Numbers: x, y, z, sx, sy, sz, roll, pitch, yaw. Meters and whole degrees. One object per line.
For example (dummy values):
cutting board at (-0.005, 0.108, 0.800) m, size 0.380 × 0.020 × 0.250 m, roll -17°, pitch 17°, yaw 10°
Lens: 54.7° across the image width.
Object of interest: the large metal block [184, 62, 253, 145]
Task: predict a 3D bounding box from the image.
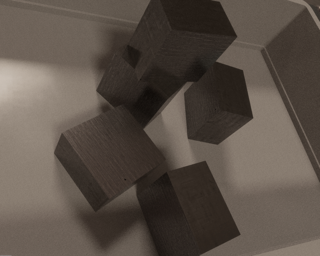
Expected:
large metal block at (0.078, -0.033, 0.434) m, size 0.050 × 0.080 × 0.080 m, roll 12°, pitch 57°, yaw -22°

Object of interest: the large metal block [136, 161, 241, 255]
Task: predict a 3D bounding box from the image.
large metal block at (0.025, 0.091, 0.330) m, size 0.050 × 0.080 × 0.080 m, roll -11°, pitch 67°, yaw -33°

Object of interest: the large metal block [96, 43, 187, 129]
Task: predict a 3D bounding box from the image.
large metal block at (-0.024, -0.054, 0.392) m, size 0.080 × 0.080 × 0.050 m, roll 43°, pitch 51°, yaw 1°

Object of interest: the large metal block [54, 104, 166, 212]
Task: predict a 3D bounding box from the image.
large metal block at (-0.055, 0.031, 0.342) m, size 0.081 × 0.050 × 0.080 m, roll -31°, pitch 79°, yaw -38°

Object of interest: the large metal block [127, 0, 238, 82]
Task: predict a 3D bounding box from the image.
large metal block at (0.021, -0.094, 0.338) m, size 0.081 × 0.080 × 0.050 m, roll -5°, pitch 64°, yaw -31°
